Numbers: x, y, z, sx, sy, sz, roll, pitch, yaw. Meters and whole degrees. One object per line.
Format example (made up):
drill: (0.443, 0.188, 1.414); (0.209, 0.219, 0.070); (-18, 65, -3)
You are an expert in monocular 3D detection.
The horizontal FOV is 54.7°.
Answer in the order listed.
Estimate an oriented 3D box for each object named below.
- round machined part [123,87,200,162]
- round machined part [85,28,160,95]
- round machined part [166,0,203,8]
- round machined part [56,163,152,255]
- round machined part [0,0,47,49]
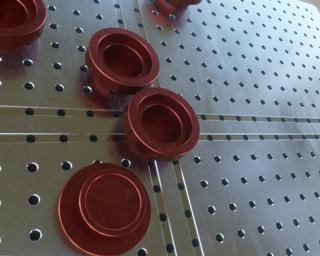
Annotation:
round machined part: (-0.001, -0.001, 0.399); (0.099, 0.042, 0.098); (14, 56, -21)
round machined part: (-0.053, -0.085, 0.422); (0.099, 0.042, 0.098); (14, 56, -21)
round machined part: (0.038, -0.267, 0.583); (0.099, 0.042, 0.098); (14, 56, -21)
round machined part: (-0.053, 0.081, 0.320); (0.099, 0.042, 0.098); (14, 56, -21)
round machined part: (-0.193, -0.135, 0.376); (0.099, 0.042, 0.098); (14, 56, -21)
